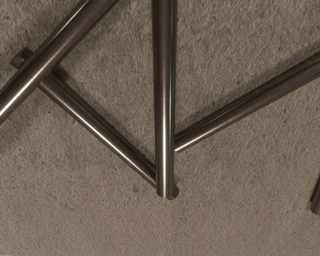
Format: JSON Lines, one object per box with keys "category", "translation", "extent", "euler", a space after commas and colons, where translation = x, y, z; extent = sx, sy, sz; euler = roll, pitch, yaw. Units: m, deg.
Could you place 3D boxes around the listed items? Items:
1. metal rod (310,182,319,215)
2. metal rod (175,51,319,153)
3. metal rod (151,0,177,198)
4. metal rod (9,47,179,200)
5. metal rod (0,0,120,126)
{"category": "metal rod", "translation": [0.259, 0.026, 0.433], "extent": [0.025, 0.025, 0.298], "euler": [-4, 130, 3]}
{"category": "metal rod", "translation": [0.140, -0.048, 0.368], "extent": [0.300, 0.025, 0.025], "euler": [-31, 124, 23]}
{"category": "metal rod", "translation": [0.006, -0.028, 0.368], "extent": [0.025, 0.025, 0.298], "euler": [-1, 126, 0]}
{"category": "metal rod", "translation": [-0.067, 0.013, 0.416], "extent": [0.025, 0.025, 0.300], "euler": [-29, 125, 22]}
{"category": "metal rod", "translation": [-0.126, -0.063, 0.321], "extent": [0.299, 0.025, 0.025], "euler": [-40, 121, 17]}
